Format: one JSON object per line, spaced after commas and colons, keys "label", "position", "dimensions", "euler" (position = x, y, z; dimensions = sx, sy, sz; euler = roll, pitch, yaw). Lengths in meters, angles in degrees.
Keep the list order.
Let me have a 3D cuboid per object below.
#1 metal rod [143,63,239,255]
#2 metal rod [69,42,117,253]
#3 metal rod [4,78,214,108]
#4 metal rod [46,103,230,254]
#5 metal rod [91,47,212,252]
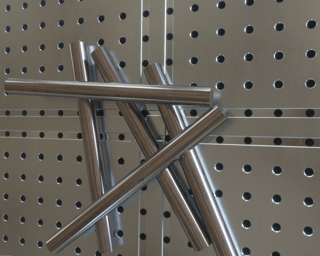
{"label": "metal rod", "position": [0.044, 0.056, 0.396], "dimensions": [0.025, 0.025, 0.299], "euler": [-24, 82, 18]}
{"label": "metal rod", "position": [-0.097, 0.025, 0.445], "dimensions": [0.025, 0.025, 0.298], "euler": [-10, 87, 19]}
{"label": "metal rod", "position": [-0.081, -0.049, 0.413], "dimensions": [0.301, 0.025, 0.025], "euler": [5, 92, 19]}
{"label": "metal rod", "position": [-0.039, 0.073, 0.398], "dimensions": [0.300, 0.025, 0.025], "euler": [-40, 78, 15]}
{"label": "metal rod", "position": [-0.016, 0.021, 0.417], "dimensions": [0.025, 0.025, 0.299], "euler": [-32, 80, 17]}
